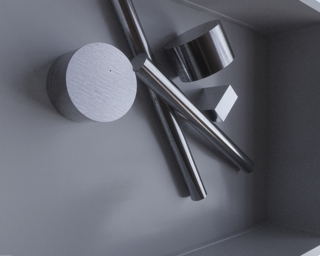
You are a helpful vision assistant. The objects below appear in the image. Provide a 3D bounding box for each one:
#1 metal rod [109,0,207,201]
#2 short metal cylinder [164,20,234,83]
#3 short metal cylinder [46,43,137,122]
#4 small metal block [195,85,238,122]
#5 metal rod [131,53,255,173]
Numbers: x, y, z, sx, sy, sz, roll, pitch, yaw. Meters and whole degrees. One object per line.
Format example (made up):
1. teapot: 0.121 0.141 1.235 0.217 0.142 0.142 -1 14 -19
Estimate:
1. metal rod: 0.003 -0.031 0.411 0.025 0.025 0.299 -36 112 -35
2. short metal cylinder: 0.053 -0.104 0.417 0.080 0.080 0.050 -43 117 -32
3. short metal cylinder: -0.072 -0.046 0.331 0.081 0.050 0.079 0 90 -40
4. small metal block: 0.079 -0.036 0.459 0.025 0.050 0.050 50 60 -29
5. metal rod: 0.064 -0.002 0.440 0.301 0.025 0.025 38 66 -41
